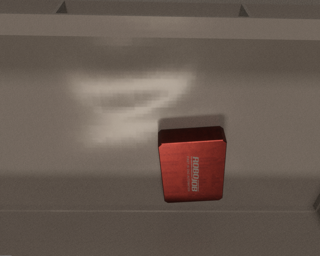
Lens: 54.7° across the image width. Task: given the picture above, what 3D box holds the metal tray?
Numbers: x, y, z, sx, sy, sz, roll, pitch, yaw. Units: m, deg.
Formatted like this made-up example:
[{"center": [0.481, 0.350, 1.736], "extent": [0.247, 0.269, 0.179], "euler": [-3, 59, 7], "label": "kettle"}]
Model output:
[{"center": [0.047, 0.058, 0.456], "extent": [0.091, 0.030, 0.129], "euler": [-4, 130, 2], "label": "metal tray"}]
